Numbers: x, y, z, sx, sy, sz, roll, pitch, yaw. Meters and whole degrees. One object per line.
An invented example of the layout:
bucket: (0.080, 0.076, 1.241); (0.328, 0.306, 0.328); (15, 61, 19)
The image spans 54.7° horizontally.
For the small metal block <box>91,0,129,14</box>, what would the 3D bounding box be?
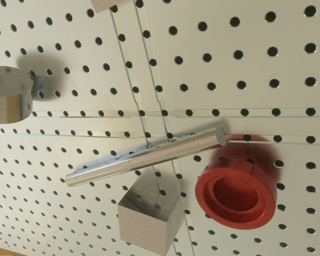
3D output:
small metal block: (-0.055, -0.161, 0.339); (0.050, 0.025, 0.050); (-11, 113, 32)

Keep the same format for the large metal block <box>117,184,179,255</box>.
large metal block: (-0.018, 0.146, 0.493); (0.080, 0.050, 0.079); (14, 124, 20)

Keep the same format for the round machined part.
round machined part: (0.098, 0.079, 0.396); (0.098, 0.042, 0.097); (13, 124, 20)

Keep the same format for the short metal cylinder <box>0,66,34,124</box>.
short metal cylinder: (-0.234, -0.051, 0.465); (0.080, 0.080, 0.050); (27, 128, 10)

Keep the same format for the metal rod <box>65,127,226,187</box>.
metal rod: (-0.042, 0.051, 0.463); (0.300, 0.025, 0.025); (-20, 108, 35)
